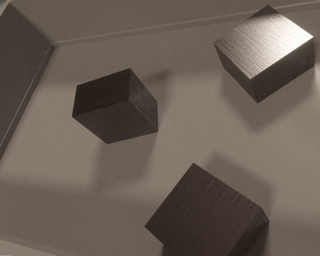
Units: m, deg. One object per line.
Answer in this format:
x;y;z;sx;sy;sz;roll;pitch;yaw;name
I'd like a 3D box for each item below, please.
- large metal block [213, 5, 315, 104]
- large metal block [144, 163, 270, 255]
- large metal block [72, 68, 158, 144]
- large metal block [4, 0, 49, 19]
0.126;-0.091;0.379;0.080;0.050;0.080;-34;52;5;large metal block
0.047;0.095;0.306;0.080;0.050;0.080;32;79;37;large metal block
-0.056;-0.025;0.414;0.080;0.080;0.050;-14;56;20;large metal block
-0.316;-0.320;0.751;0.080;0.050;0.080;-4;60;26;large metal block
